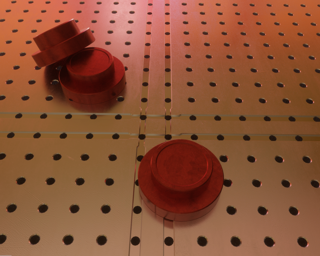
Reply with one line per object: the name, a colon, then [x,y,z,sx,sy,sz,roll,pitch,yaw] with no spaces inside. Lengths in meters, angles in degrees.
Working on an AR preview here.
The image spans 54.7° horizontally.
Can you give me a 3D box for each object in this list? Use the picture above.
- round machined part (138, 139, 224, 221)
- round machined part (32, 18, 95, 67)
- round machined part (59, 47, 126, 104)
round machined part: [0.024,0.051,0.354,0.099,0.042,0.098,0,50,0]
round machined part: [-0.154,-0.135,0.479,0.098,0.042,0.098,-21,25,10]
round machined part: [-0.102,-0.085,0.467,0.099,0.042,0.098,0,50,0]
